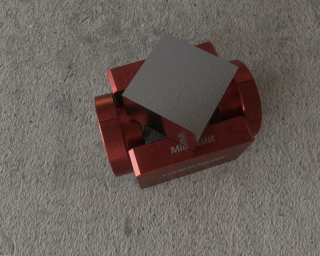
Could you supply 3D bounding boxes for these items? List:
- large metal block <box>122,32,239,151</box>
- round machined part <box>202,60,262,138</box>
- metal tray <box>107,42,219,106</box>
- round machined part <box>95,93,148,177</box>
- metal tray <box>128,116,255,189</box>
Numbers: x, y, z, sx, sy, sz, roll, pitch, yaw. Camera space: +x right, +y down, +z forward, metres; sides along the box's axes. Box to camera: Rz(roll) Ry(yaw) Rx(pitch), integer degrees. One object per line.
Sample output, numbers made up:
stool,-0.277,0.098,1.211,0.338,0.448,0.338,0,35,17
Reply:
large metal block,0.020,-0.036,0.311,0.080,0.050,0.080,28,72,9
round machined part,0.083,-0.032,0.383,0.042,0.098,0.098,-15,71,-5
metal tray,0.005,-0.057,0.397,0.131,0.090,0.030,-17,71,-7
round machined part,-0.043,0.005,0.368,0.042,0.098,0.098,-15,71,-5
metal tray,0.034,0.032,0.362,0.131,0.090,0.030,-17,71,-6
